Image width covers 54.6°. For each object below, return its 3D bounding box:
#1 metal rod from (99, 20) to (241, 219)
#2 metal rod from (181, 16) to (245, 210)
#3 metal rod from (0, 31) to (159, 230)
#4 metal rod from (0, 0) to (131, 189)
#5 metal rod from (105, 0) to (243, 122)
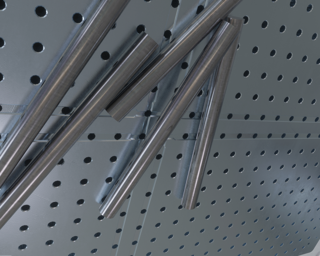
[{"bbox_3d":[0.004,0.001,0.401,0.025,0.025,0.299,21,111,-36],"label":"metal rod"},{"bbox_3d":[0.069,-0.004,0.445,0.025,0.025,0.298,-5,121,-26],"label":"metal rod"},{"bbox_3d":[-0.110,0.012,0.358,0.300,0.025,0.025,-48,129,6],"label":"metal rod"},{"bbox_3d":[-0.114,-0.037,0.325,0.025,0.025,0.299,30,101,-38],"label":"metal rod"},{"bbox_3d":[0.050,-0.120,0.363,0.300,0.025,0.025,-44,129,2],"label":"metal rod"}]
